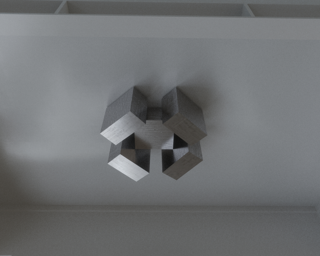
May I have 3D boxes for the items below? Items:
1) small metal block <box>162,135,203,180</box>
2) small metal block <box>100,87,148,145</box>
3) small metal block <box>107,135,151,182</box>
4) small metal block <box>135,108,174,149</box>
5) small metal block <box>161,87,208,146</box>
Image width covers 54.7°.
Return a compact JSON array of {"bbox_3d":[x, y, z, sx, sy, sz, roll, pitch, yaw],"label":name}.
[{"bbox_3d":[0.028,0.034,0.418,0.025,0.050,0.050,33,122,-26],"label":"small metal block"},{"bbox_3d":[-0.043,-0.015,0.377,0.050,0.050,0.025,-34,122,26],"label":"small metal block"},{"bbox_3d":[-0.040,0.036,0.421,0.025,0.050,0.050,-37,121,28],"label":"small metal block"},{"bbox_3d":[-0.007,0.001,0.407,0.050,0.025,0.050,0,130,-1],"label":"small metal block"},{"bbox_3d":[0.029,-0.014,0.378,0.025,0.050,0.050,-38,122,26],"label":"small metal block"}]
